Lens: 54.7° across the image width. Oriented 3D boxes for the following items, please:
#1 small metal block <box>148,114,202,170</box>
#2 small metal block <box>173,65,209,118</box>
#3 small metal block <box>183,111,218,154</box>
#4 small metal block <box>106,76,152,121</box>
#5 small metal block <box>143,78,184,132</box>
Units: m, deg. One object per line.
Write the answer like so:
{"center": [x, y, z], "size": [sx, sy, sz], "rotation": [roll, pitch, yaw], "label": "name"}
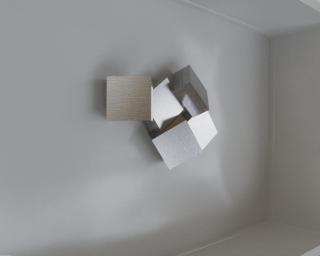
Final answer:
{"center": [0.020, 0.018, 0.408], "size": [0.050, 0.025, 0.050], "rotation": [-31, 113, -3], "label": "small metal block"}
{"center": [0.043, -0.051, 0.428], "size": [0.050, 0.025, 0.050], "rotation": [51, 25, -28], "label": "small metal block"}
{"center": [0.052, 0.001, 0.450], "size": [0.050, 0.025, 0.050], "rotation": [-43, 117, -31], "label": "small metal block"}
{"center": [-0.034, -0.033, 0.360], "size": [0.050, 0.025, 0.050], "rotation": [0, 89, 3], "label": "small metal block"}
{"center": [-0.002, -0.030, 0.404], "size": [0.050, 0.025, 0.050], "rotation": [-45, 118, -31], "label": "small metal block"}
